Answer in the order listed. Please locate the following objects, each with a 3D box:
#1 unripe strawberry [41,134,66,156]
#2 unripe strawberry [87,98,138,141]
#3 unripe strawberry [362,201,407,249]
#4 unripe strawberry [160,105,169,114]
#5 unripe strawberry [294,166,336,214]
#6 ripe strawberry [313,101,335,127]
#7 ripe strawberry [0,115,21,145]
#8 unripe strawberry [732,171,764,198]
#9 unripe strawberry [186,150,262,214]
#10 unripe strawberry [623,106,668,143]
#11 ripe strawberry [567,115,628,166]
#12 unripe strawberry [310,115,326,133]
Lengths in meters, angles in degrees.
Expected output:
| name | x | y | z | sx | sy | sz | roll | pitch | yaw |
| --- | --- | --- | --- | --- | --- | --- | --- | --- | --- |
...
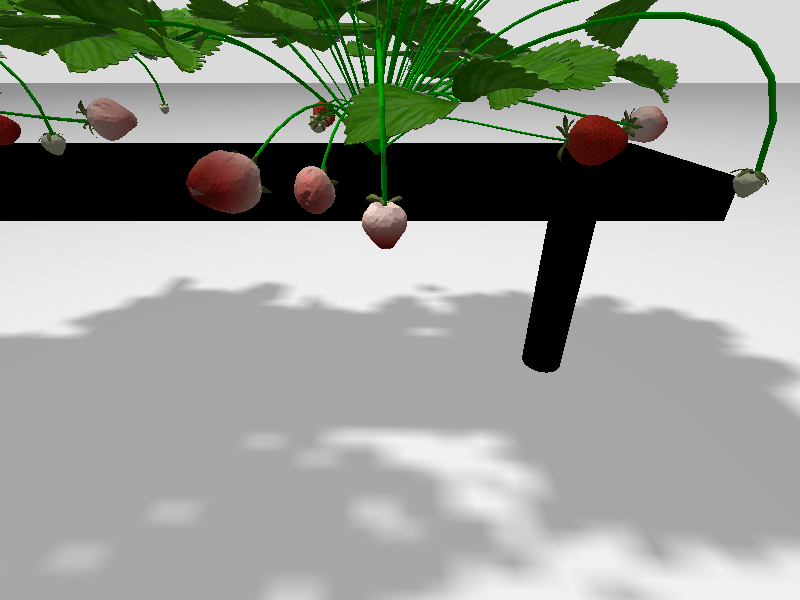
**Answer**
| name | x | y | z | sx | sy | sz | roll | pitch | yaw |
| --- | --- | --- | --- | --- | --- | --- | --- | --- | --- |
| unripe strawberry | -0.258 | -0.116 | 0.299 | 0.015 | 0.015 | 0.014 | 4 | 30 | 8 |
| unripe strawberry | -0.277 | -0.175 | 0.387 | 0.038 | 0.038 | 0.042 | -10 | 31 | -18 |
| unripe strawberry | -0.006 | -0.029 | 0.156 | 0.018 | 0.019 | 0.018 | -2 | 30 | -3 |
| unripe strawberry | -0.276 | -0.223 | 0.469 | 0.010 | 0.010 | 0.011 | -23 | 37 | -35 |
| unripe strawberry | -0.041 | -0.050 | 0.187 | 0.019 | 0.022 | 0.021 | 4 | 44 | 6 |
| ripe strawberry | -0.096 | -0.233 | 0.502 | 0.028 | 0.030 | 0.030 | -11 | 31 | -18 |
| ripe strawberry | -0.365 | -0.157 | 0.367 | 0.026 | 0.028 | 0.024 | -12 | 32 | -21 |
| unripe strawberry | 0.170 | -0.056 | 0.196 | 0.012 | 0.012 | 0.013 | 22 | 36 | 33 |
| unripe strawberry | -0.081 | -0.053 | 0.184 | 0.032 | 0.029 | 0.029 | 11 | 32 | 18 |
| unripe strawberry | 0.231 | -0.165 | 0.375 | 0.037 | 0.032 | 0.037 | -6 | 30 | -11 |
| ripe strawberry | 0.138 | -0.112 | 0.282 | 0.039 | 0.033 | 0.039 | 9 | 31 | 15 |
| unripe strawberry | -0.091 | -0.194 | 0.443 | 0.018 | 0.019 | 0.020 | -15 | 3 | -25 |
